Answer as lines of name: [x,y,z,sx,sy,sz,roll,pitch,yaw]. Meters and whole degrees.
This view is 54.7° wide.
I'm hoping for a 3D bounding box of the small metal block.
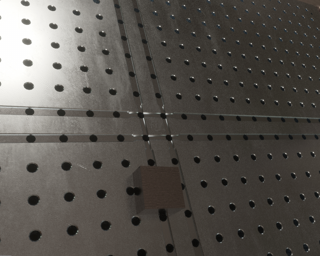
small metal block: [-0.002,0.073,0.364,0.050,0.025,0.050,6,59,-26]
